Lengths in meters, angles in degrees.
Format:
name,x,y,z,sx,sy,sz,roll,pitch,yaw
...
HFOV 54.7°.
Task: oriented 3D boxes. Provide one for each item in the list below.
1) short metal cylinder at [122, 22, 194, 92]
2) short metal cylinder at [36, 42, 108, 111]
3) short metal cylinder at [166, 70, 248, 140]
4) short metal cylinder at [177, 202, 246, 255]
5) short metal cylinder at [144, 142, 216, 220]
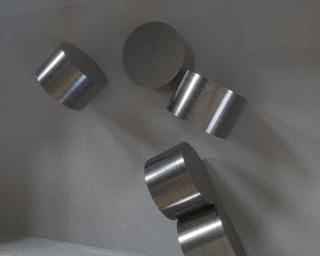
name,x,y,z,sx,sy,sz,roll,pitch,yaw
short metal cylinder,-0.001,-0.088,0.397,0.080,0.050,0.079,0,90,19
short metal cylinder,-0.118,-0.070,0.421,0.050,0.080,0.080,-42,77,15
short metal cylinder,0.054,-0.028,0.362,0.080,0.080,0.050,30,100,17
short metal cylinder,0.061,0.133,0.357,0.050,0.080,0.080,-27,81,12
short metal cylinder,0.025,0.063,0.372,0.050,0.080,0.080,-29,81,18
